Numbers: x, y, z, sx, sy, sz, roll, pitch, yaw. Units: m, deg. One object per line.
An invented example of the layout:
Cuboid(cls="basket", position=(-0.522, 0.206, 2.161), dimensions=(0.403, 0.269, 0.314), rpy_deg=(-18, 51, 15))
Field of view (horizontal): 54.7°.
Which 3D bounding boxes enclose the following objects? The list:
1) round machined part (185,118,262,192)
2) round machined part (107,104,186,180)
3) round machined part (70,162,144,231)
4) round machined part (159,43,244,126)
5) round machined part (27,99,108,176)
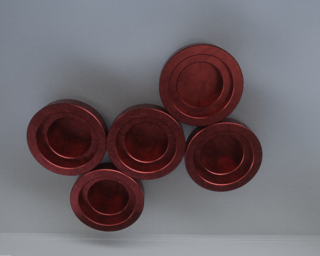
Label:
Cuboid(cls="round machined part", position=(0.081, 0.032, 0.412), dimensions=(0.099, 0.042, 0.097), rpy_deg=(0, 110, 0))
Cuboid(cls="round machined part", position=(-0.017, 0.015, 0.404), dimensions=(0.099, 0.042, 0.097), rpy_deg=(0, 110, 0))
Cuboid(cls="round machined part", position=(-0.071, 0.091, 0.432), dimensions=(0.099, 0.042, 0.097), rpy_deg=(0, 110, 0))
Cuboid(cls="round machined part", position=(0.048, -0.055, 0.380), dimensions=(0.099, 0.042, 0.097), rpy_deg=(0, 110, 0))
Cuboid(cls="round machined part", position=(-0.115, 0.009, 0.402), dimensions=(0.099, 0.042, 0.097), rpy_deg=(0, 110, 0))
